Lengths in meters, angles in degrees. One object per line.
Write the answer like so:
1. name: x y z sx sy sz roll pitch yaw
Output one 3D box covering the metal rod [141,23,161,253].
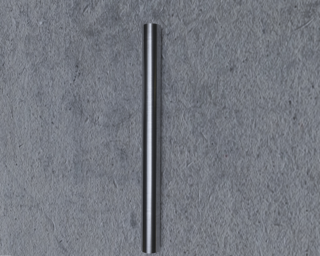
1. metal rod: -0.012 0.014 0.413 0.025 0.025 0.298 0 90 19
